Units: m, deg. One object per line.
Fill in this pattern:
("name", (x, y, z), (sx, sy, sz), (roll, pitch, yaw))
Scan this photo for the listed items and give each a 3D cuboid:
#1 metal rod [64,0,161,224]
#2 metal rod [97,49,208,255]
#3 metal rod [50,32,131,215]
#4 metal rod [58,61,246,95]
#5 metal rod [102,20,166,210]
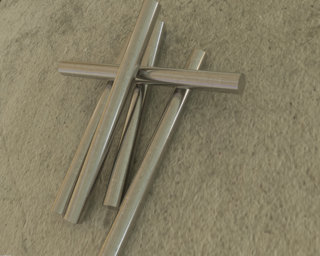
("metal rod", (-0.059, -0.025, 0.401), (0.025, 0.025, 0.299), (16, 85, 34))
("metal rod", (-0.003, 0.026, 0.388), (0.025, 0.025, 0.300), (12, 67, 33))
("metal rod", (-0.087, -0.019, 0.459), (0.025, 0.025, 0.300), (5, 64, 30))
("metal rod", (-0.032, -0.074, 0.431), (0.300, 0.025, 0.025), (11, 67, 32))
("metal rod", (-0.030, -0.035, 0.439), (0.025, 0.025, 0.299), (-2, 60, 27))
